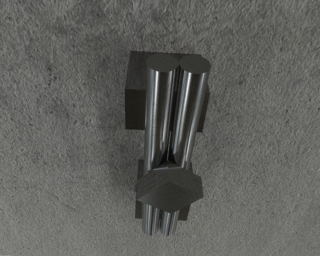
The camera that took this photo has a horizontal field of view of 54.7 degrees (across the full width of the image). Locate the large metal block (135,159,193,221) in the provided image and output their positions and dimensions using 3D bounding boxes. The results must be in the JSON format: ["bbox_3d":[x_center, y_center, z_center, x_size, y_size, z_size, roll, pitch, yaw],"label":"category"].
[{"bbox_3d":[0.005,0.096,0.473,0.081,0.050,0.079,4,130,-4],"label":"large metal block"}]

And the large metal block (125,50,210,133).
[{"bbox_3d":[0.006,-0.042,0.338,0.081,0.080,0.050,3,130,-3],"label":"large metal block"}]

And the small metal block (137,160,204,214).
[{"bbox_3d":[0.010,0.066,0.336,0.050,0.025,0.050,30,130,-30],"label":"small metal block"}]

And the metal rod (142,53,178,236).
[{"bbox_3d":[-0.006,0.049,0.354,0.025,0.025,0.298,2,137,-2],"label":"metal rod"}]

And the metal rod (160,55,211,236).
[{"bbox_3d":[0.020,0.050,0.356,0.025,0.025,0.298,2,137,-2],"label":"metal rod"}]
